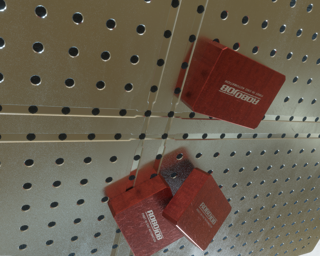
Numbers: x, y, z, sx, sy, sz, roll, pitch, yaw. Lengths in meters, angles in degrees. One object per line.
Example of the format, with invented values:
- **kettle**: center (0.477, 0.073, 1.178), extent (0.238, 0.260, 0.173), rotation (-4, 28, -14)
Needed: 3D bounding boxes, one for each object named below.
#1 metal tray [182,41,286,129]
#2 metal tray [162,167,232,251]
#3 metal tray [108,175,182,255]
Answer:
- **metal tray**: center (0.105, -0.054, 0.431), extent (0.131, 0.030, 0.090), rotation (14, 111, -34)
- **metal tray**: center (0.064, 0.134, 0.499), extent (0.090, 0.030, 0.130), rotation (-52, 137, -16)
- **metal tray**: center (-0.017, 0.144, 0.487), extent (0.090, 0.030, 0.129), rotation (-26, 128, -12)
